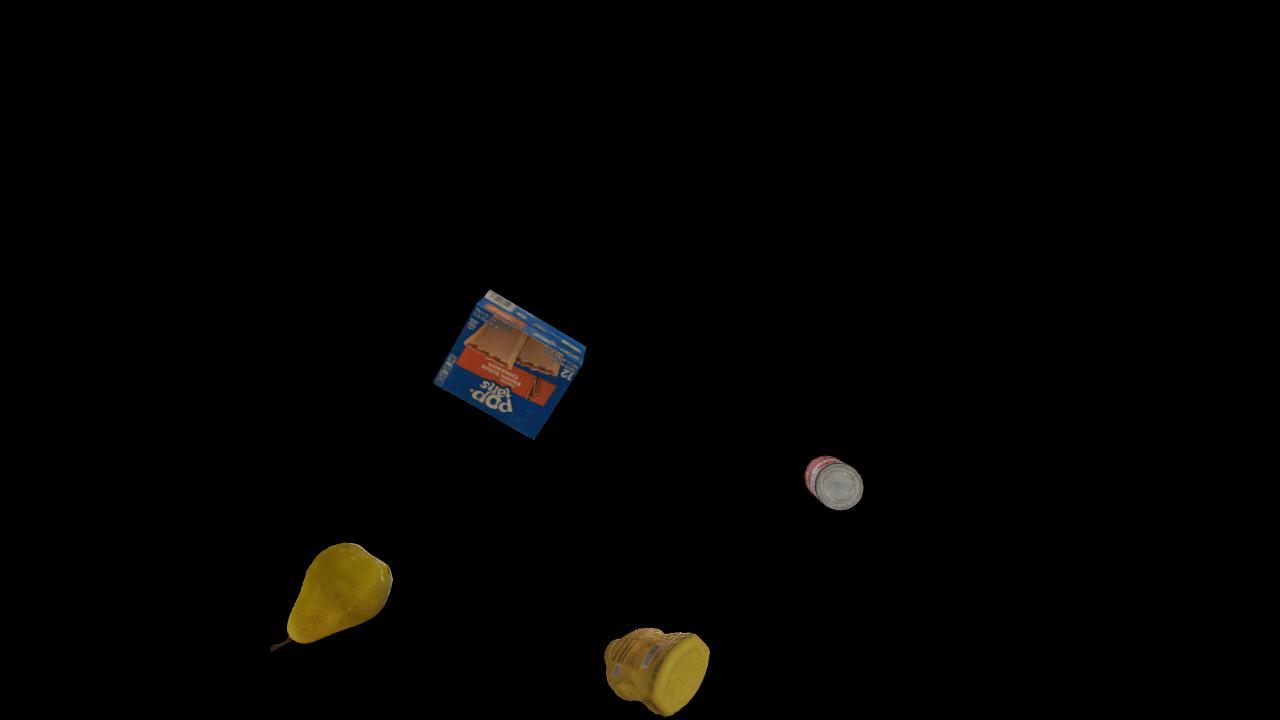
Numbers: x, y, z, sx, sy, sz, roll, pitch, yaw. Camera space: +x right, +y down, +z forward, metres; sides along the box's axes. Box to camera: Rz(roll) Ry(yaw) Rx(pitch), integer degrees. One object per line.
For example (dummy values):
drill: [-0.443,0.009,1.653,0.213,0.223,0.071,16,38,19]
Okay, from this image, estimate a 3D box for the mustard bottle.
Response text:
mustard bottle: [0.004,0.370,0.751,0.092,0.054,0.184,-52,12,-32]

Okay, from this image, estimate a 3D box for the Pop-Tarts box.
Pop-Tarts box: [-0.185,0.007,0.889,0.167,0.141,0.083,31,18,-9]

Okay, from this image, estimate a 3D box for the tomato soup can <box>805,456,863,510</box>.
tomato soup can: [0.282,0.179,0.899,0.068,0.068,0.101,0,-3,7]

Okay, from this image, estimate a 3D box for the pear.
pear: [-0.290,0.231,0.577,0.080,0.111,0.080,26,-29,16]
